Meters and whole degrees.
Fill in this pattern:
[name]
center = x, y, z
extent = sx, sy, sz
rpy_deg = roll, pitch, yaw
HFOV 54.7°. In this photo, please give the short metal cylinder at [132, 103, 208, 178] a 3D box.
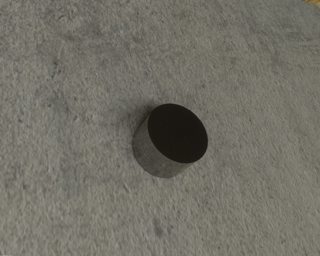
[short metal cylinder]
center = 0.012, 0.016, 0.386
extent = 0.081, 0.050, 0.080
rpy_deg = 14, 56, -21
